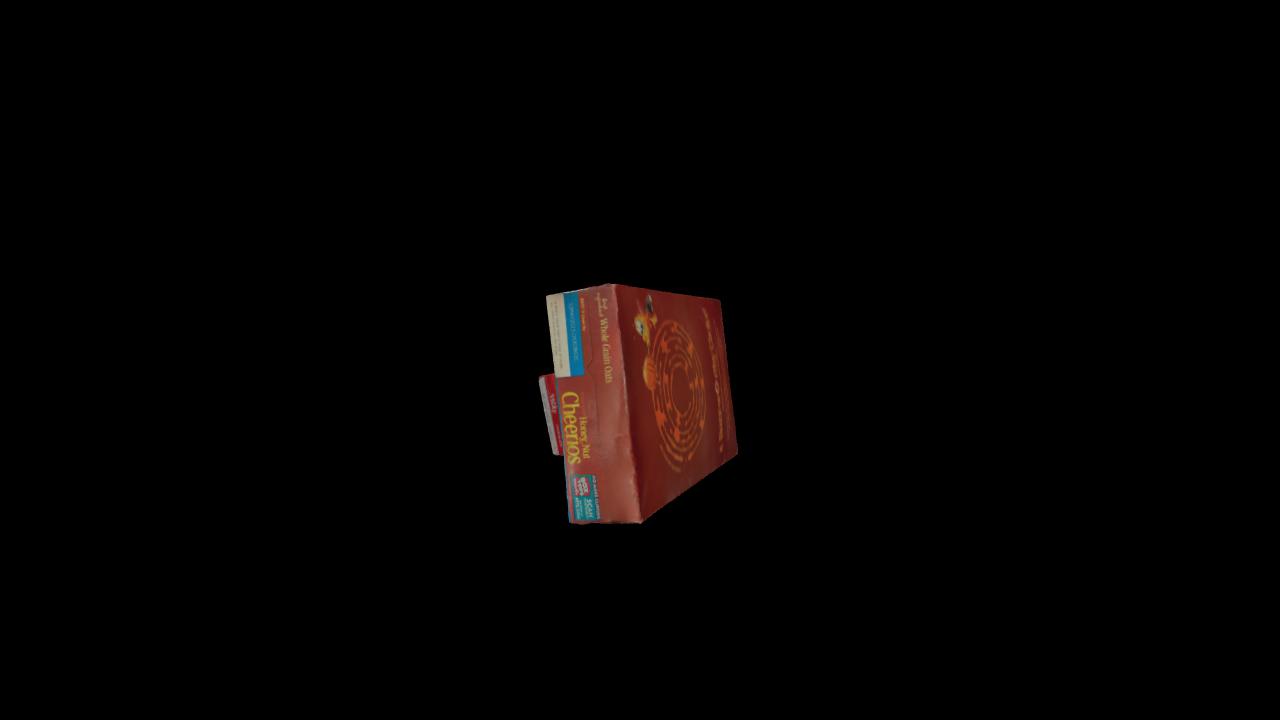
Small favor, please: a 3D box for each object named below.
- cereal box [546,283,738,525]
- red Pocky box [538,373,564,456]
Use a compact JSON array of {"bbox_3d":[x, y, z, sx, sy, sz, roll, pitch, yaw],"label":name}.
[{"bbox_3d":[0.019,0.032,0.650,0.081,0.203,0.306,-7,0,25],"label":"cereal box"},{"bbox_3d":[-0.035,0.045,0.659,0.028,0.083,0.155,-14,-3,43],"label":"red Pocky box"}]
